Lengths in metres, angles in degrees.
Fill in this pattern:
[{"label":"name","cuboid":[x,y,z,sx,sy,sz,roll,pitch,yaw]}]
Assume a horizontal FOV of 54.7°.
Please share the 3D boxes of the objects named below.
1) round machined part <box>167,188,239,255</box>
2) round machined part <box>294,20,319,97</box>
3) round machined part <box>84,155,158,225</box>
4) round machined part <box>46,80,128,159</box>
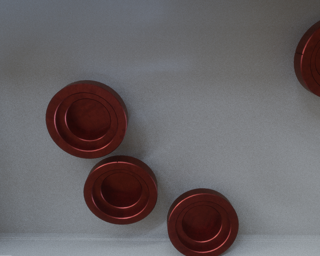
[{"label":"round machined part","cuboid":[0.059,0.132,0.445,0.099,0.042,0.097,0,100,-2]},{"label":"round machined part","cuboid":[0.210,-0.086,0.372,0.099,0.042,0.097,0,110,0]},{"label":"round machined part","cuboid":[-0.052,0.081,0.432,0.099,0.042,0.097,0,110,0]},{"label":"round machined part","cuboid":[-0.090,-0.014,0.396,0.099,0.042,0.097,0,110,0]}]
